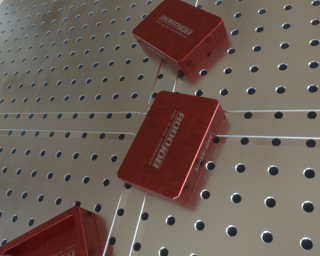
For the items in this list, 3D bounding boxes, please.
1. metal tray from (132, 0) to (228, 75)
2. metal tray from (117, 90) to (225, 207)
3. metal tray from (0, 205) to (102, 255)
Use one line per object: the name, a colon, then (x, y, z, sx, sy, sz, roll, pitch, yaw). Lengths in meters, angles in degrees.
metal tray: (0.027, -0.148, 0.480, 0.090, 0.030, 0.130, -45, 51, -4)
metal tray: (0.015, 0.020, 0.384, 0.090, 0.030, 0.130, 14, 69, 33)
metal tray: (-0.135, 0.164, 0.373, 0.130, 0.030, 0.090, -30, 52, 8)
